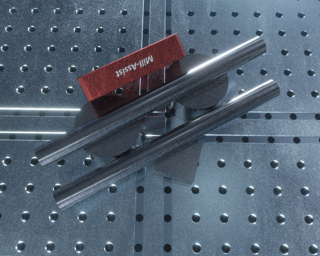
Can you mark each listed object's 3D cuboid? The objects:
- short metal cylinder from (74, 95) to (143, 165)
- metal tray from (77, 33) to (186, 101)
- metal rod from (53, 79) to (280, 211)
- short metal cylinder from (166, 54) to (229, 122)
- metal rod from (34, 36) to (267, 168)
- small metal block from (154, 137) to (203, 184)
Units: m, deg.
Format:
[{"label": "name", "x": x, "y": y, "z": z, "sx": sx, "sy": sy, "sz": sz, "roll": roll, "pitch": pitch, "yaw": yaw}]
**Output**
[{"label": "short metal cylinder", "x": -0.063, "y": 0.005, "z": 0.396, "sx": 0.081, "sy": 0.050, "sz": 0.080, "roll": 0, "pitch": 70, "yaw": 0}, {"label": "metal tray", "x": -0.041, "y": -0.079, "z": 0.404, "sx": 0.131, "sy": 0.090, "sz": 0.030, "roll": -27, "pitch": 105, "yaw": -10}, {"label": "metal rod", "x": 0.016, "y": 0.015, "z": 0.379, "sx": 0.302, "sy": 0.025, "sz": 0.025, "roll": -27, "pitch": 73, "yaw": -10}, {"label": "short metal cylinder", "x": 0.047, "y": -0.053, "z": 0.419, "sx": 0.081, "sy": 0.050, "sz": 0.080, "roll": 0, "pitch": 70, "yaw": 0}, {"label": "metal rod", "x": -0.002, "y": -0.036, "z": 0.371, "sx": 0.302, "sy": 0.025, "sz": 0.025, "roll": -28, "pitch": 73, "yaw": -10}, {"label": "small metal block", "x": 0.023, "y": 0.039, "z": 0.397, "sx": 0.050, "sy": 0.025, "sz": 0.050, "roll": 14, "pitch": 71, "yaw": 4}]
